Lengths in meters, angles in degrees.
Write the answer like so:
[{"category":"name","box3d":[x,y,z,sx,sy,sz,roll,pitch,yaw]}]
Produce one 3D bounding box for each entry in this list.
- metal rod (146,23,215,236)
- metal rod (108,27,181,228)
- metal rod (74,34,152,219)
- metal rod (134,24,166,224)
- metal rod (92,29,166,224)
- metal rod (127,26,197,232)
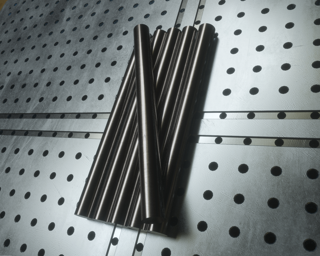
[{"category":"metal rod","box3d":[0.033,-0.016,0.402,0.025,0.025,0.300,1,62,29]},{"category":"metal rod","box3d":[-0.013,-0.017,0.425,0.025,0.025,0.300,1,62,29]},{"category":"metal rod","box3d":[-0.060,-0.020,0.451,0.025,0.025,0.300,1,62,29]},{"category":"metal rod","box3d":[-0.018,-0.029,0.404,0.025,0.025,0.300,-18,55,18]},{"category":"metal rod","box3d":[-0.034,-0.018,0.437,0.025,0.025,0.300,1,62,29]},{"category":"metal rod","box3d":[0.010,-0.016,0.415,0.025,0.025,0.300,1,62,29]}]
